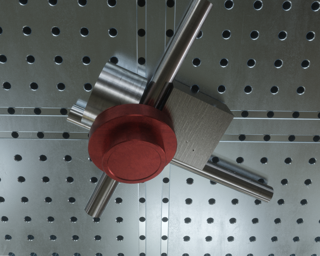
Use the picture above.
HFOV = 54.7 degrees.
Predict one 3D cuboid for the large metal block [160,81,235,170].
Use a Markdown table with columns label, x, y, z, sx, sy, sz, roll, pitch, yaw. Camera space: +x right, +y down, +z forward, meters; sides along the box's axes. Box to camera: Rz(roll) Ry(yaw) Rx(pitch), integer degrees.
| label | x | y | z | sx | sy | sz | roll | pitch | yaw |
| --- | --- | --- | --- | --- | --- | --- | --- | --- | --- |
| large metal block | 0.034 | -0.005 | 0.395 | 0.080 | 0.050 | 0.080 | 24 | 108 | -9 |

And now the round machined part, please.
| label | x | y | z | sx | sy | sz | roll | pitch | yaw |
| --- | --- | --- | --- | --- | --- | --- | --- | --- | --- |
| round machined part | -0.029 | 0.024 | 0.343 | 0.099 | 0.042 | 0.097 | -5 | 130 | -5 |

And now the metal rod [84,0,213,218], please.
| label | x | y | z | sx | sy | sz | roll | pitch | yaw |
| --- | --- | --- | --- | --- | --- | --- | --- | --- | --- |
| metal rod | -0.019 | -0.018 | 0.386 | 0.025 | 0.025 | 0.298 | 27 | 100 | -10 |

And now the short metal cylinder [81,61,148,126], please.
| label | x | y | z | sx | sy | sz | roll | pitch | yaw |
| --- | --- | --- | --- | --- | --- | --- | --- | --- | --- |
| short metal cylinder | -0.054 | -0.033 | 0.371 | 0.050 | 0.080 | 0.080 | 24 | 108 | -9 |

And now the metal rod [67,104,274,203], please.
| label | x | y | z | sx | sy | sz | roll | pitch | yaw |
| --- | --- | --- | --- | --- | --- | --- | --- | --- | --- |
| metal rod | 0.021 | 0.038 | 0.427 | 0.302 | 0.025 | 0.025 | 23 | 108 | -9 |
